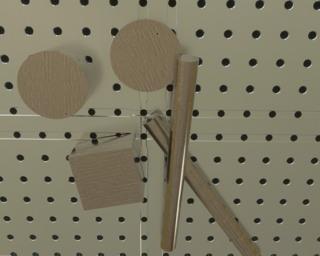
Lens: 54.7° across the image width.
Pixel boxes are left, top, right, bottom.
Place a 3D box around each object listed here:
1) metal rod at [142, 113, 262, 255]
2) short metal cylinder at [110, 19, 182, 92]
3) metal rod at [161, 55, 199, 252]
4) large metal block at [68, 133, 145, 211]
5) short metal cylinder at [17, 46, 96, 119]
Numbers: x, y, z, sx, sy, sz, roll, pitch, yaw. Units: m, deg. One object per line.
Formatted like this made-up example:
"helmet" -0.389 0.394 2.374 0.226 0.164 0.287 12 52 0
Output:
"metal rod" 0.072 0.103 0.451 0.025 0.025 0.299 -33 107 11
"short metal cylinder" -0.015 -0.087 0.368 0.081 0.050 0.079 0 110 0
"metal rod" 0.021 0.054 0.406 0.025 0.025 0.298 3 120 -1
"large metal block" -0.068 0.059 0.421 0.080 0.050 0.079 -9 110 3
"short metal cylinder" -0.123 -0.056 0.378 0.081 0.050 0.079 0 110 0
